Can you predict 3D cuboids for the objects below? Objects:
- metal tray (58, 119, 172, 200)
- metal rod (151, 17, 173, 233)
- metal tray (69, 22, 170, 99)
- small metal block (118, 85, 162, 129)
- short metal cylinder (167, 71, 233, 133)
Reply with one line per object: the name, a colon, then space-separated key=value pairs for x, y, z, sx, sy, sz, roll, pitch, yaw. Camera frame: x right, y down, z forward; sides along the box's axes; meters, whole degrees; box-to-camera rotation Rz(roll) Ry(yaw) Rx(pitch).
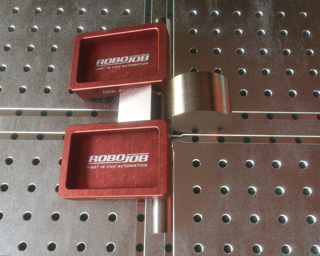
metal tray: x=-0.052 y=0.040 z=0.376 sx=0.131 sy=0.030 sz=0.090 roll=-4 pitch=70 yaw=11
metal rod: x=0.003 y=-0.018 z=0.414 sx=0.025 sy=0.025 sz=0.299 roll=0 pitch=70 yaw=0
metal tray: x=-0.053 y=-0.091 z=0.423 sx=0.131 sy=0.030 sz=0.090 roll=-4 pitch=70 yaw=11
small metal block: x=-0.026 y=-0.024 z=0.405 sx=0.050 sy=0.025 sz=0.050 roll=-11 pitch=67 yaw=29
short metal cylinder: x=0.049 y=-0.029 z=0.390 sx=0.081 sy=0.080 sz=0.050 roll=0 pitch=70 yaw=0
